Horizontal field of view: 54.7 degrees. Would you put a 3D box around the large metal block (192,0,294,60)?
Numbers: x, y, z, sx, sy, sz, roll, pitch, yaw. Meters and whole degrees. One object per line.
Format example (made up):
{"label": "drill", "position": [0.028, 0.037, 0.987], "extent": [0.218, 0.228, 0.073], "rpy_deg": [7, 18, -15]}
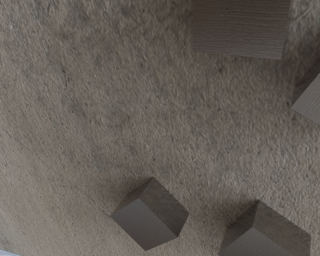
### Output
{"label": "large metal block", "position": [0.077, -0.112, 0.281], "extent": [0.080, 0.050, 0.079], "rpy_deg": [11, 123, 22]}

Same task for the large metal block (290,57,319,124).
{"label": "large metal block", "position": [0.178, -0.037, 0.274], "extent": [0.080, 0.050, 0.079], "rpy_deg": [32, 128, 7]}

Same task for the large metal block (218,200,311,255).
{"label": "large metal block", "position": [0.139, 0.157, 0.414], "extent": [0.080, 0.050, 0.079], "rpy_deg": [35, 129, 5]}

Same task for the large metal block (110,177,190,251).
{"label": "large metal block", "position": [-0.016, 0.135, 0.481], "extent": [0.080, 0.050, 0.080], "rpy_deg": [47, 129, -5]}
